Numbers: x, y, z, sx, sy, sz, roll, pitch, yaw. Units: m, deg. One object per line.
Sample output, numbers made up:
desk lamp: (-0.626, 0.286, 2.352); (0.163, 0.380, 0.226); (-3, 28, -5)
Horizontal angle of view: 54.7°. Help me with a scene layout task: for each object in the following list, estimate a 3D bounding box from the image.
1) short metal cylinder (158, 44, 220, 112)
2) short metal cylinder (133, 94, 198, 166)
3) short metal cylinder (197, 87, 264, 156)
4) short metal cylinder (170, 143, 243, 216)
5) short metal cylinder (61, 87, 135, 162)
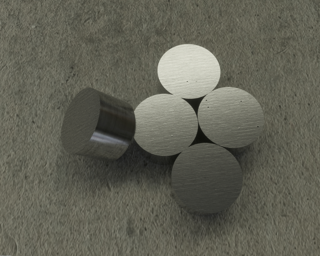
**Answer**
short metal cylinder: (0.037, -0.065, 0.420); (0.081, 0.050, 0.080); (0, 70, 0)
short metal cylinder: (0.005, 0.003, 0.395); (0.081, 0.050, 0.080); (0, 70, 0)
short metal cylinder: (0.086, -0.006, 0.399); (0.081, 0.050, 0.080); (0, 70, 0)
short metal cylinder: (0.053, 0.063, 0.373); (0.081, 0.050, 0.080); (0, 70, 0)
short metal cylinder: (-0.076, -0.003, 0.375); (0.080, 0.050, 0.080); (-20, 61, 40)
